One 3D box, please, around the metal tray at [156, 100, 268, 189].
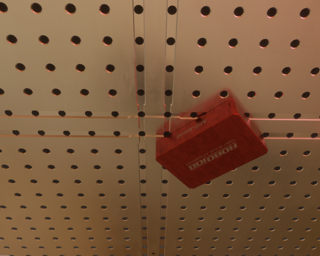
[{"bbox_3d":[0.070,0.028,0.433,0.130,0.030,0.090,-32,124,23],"label":"metal tray"}]
